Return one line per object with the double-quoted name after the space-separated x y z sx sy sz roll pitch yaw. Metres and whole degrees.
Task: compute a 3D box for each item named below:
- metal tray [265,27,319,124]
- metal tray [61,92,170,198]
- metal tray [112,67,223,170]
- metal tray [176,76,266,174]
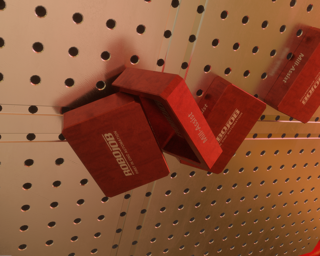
0.234 -0.078 0.486 0.091 0.030 0.129 17 109 -35 "metal tray"
-0.049 0.023 0.379 0.090 0.030 0.130 -21 130 0 "metal tray"
0.010 -0.010 0.365 0.030 0.090 0.130 -52 132 -19 "metal tray"
0.086 0.000 0.454 0.090 0.030 0.129 21 107 -36 "metal tray"
